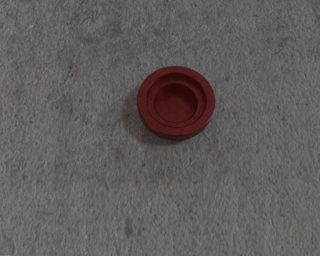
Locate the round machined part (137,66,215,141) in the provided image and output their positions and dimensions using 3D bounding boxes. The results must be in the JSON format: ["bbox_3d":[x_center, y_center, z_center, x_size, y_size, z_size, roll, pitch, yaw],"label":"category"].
[{"bbox_3d":[0.020,-0.029,0.410,0.099,0.042,0.098,0,70,-1],"label":"round machined part"}]
